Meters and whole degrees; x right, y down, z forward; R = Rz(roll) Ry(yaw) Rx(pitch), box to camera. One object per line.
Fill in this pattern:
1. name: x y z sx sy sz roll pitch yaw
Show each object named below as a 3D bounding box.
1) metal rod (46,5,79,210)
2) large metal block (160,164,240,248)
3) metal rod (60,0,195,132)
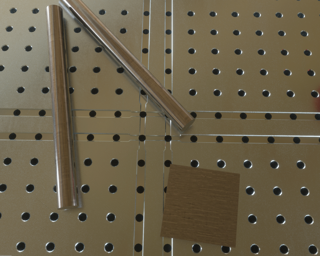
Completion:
1. metal rod: -0.137 -0.042 0.425 0.025 0.025 0.299 -9 70 -4
2. large metal block: 0.046 0.092 0.365 0.080 0.050 0.080 8 70 2
3. metal rod: -0.060 -0.111 0.451 0.025 0.025 0.300 -39 75 -13
